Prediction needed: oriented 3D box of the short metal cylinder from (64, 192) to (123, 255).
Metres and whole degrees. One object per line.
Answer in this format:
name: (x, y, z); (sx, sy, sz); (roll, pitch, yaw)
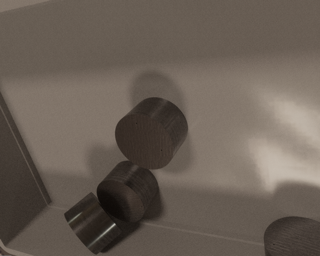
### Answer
short metal cylinder: (-0.102, 0.147, 0.481); (0.080, 0.050, 0.080); (47, 166, 16)

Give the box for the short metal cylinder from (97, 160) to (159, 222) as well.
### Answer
short metal cylinder: (-0.049, 0.097, 0.477); (0.080, 0.050, 0.079); (13, 124, 20)

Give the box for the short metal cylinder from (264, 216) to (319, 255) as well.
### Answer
short metal cylinder: (0.171, 0.156, 0.379); (0.080, 0.080, 0.050); (1, 119, 27)

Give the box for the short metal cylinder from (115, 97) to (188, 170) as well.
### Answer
short metal cylinder: (-0.010, 0.007, 0.401); (0.080, 0.050, 0.079); (13, 124, 20)
